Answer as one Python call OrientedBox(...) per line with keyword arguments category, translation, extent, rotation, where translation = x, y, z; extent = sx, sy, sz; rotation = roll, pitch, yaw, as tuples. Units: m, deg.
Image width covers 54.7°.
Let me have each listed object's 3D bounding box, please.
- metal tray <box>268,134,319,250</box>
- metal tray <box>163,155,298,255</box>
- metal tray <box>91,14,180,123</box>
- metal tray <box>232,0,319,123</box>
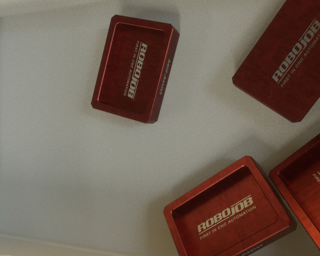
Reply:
OrientedBox(category="metal tray", translation=(0.174, 0.064, 0.298), extent=(0.090, 0.130, 0.030), rotation=(-42, 116, 15))
OrientedBox(category="metal tray", translation=(0.075, 0.104, 0.360), extent=(0.130, 0.030, 0.090), rotation=(-36, 51, 16))
OrientedBox(category="metal tray", translation=(-0.034, -0.079, 0.419), extent=(0.090, 0.030, 0.129), rotation=(16, 95, 19))
OrientedBox(category="metal tray", translation=(0.157, -0.082, 0.352), extent=(0.090, 0.030, 0.129), rotation=(37, 102, 16))
